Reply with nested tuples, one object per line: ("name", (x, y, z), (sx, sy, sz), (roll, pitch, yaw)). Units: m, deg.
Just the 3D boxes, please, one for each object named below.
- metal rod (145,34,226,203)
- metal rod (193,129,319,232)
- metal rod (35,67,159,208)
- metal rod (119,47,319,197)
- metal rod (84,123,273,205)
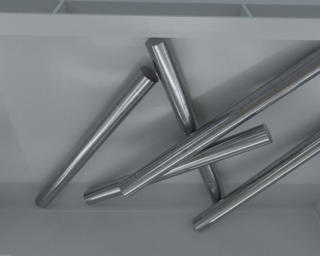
("metal rod", (0.047, 0.013, 0.421), (0.025, 0.025, 0.299), (-16, 129, 12))
("metal rod", (0.164, 0.065, 0.446), (0.025, 0.025, 0.299), (36, 115, -27))
("metal rod", (-0.102, 0.029, 0.432), (0.025, 0.025, 0.299), (30, 124, -23))
("metal rod", (0.070, 0.001, 0.382), (0.300, 0.025, 0.025), (-35, 123, 16))
("metal rod", (0.006, 0.060, 0.435), (0.300, 0.025, 0.025), (-24, 127, 28))
